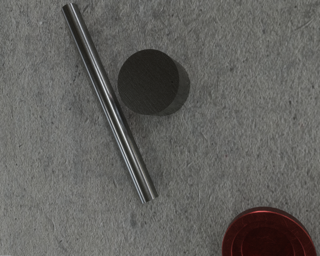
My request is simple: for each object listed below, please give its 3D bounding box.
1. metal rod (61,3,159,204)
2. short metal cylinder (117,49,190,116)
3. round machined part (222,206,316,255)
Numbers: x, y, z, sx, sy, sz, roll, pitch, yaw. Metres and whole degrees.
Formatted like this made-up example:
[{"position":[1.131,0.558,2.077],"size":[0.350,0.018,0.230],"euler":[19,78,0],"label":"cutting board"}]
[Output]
[{"position":[-0.073,-0.040,0.433],"size":[0.025,0.025,0.299],"euler":[-26,82,18],"label":"metal rod"},{"position":[-0.007,-0.056,0.397],"size":[0.080,0.050,0.079],"euler":[0,90,19],"label":"short metal cylinder"},{"position":[0.124,0.139,0.356],"size":[0.098,0.042,0.097],"euler":[0,90,19],"label":"round machined part"}]
